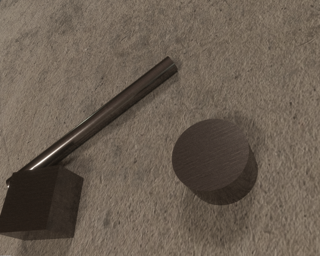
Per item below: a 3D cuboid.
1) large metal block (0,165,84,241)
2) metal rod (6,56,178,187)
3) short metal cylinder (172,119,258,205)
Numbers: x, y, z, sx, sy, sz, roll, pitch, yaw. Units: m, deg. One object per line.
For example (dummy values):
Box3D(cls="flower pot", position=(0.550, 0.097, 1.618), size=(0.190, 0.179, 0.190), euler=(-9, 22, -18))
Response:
Box3D(cls="large metal block", position=(-0.155, 0.100, 0.406), size=(0.080, 0.050, 0.080), euler=(-11, 57, 22))
Box3D(cls="metal rod", position=(-0.101, -0.004, 0.457), size=(0.300, 0.025, 0.025), euler=(-37, 51, 3))
Box3D(cls="short metal cylinder", position=(0.060, 0.037, 0.333), size=(0.080, 0.050, 0.080), euler=(-13, 56, 20))
